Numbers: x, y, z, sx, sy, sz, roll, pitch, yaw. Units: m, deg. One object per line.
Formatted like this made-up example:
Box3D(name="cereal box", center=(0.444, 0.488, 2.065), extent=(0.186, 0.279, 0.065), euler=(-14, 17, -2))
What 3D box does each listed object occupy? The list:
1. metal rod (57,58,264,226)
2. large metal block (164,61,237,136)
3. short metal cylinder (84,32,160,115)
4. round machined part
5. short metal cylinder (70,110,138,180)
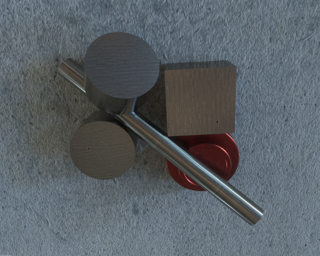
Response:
Box3D(name="metal rod", center=(0.000, 0.016, 0.381), extent=(0.300, 0.025, 0.025), euler=(38, 106, 0))
Box3D(name="large metal block", center=(0.047, -0.038, 0.382), extent=(0.080, 0.050, 0.079), euler=(-3, 110, 1))
Box3D(name="short metal cylinder", center=(-0.046, -0.061, 0.355), extent=(0.081, 0.050, 0.080), euler=(4, 72, -13))
Box3D(name="round machined part", center=(0.058, 0.044, 0.418), extent=(0.099, 0.042, 0.097), euler=(0, 110, 0))
Box3D(name="short metal cylinder", center=(-0.071, 0.020, 0.405), extent=(0.081, 0.050, 0.079), euler=(0, 110, 0))
